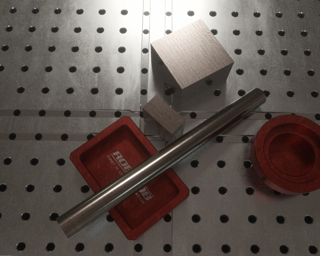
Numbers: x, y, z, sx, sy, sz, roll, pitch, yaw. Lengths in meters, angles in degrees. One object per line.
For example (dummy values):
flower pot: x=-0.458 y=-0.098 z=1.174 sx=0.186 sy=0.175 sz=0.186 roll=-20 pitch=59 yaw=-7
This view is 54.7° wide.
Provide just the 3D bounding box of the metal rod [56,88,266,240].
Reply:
metal rod: x=0.019 y=0.029 z=0.371 sx=0.302 sy=0.025 sz=0.025 roll=-32 pitch=73 yaw=-23

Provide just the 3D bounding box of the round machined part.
round machined part: x=0.163 y=0.035 z=0.392 sx=0.099 sy=0.042 sz=0.098 roll=0 pitch=70 yaw=-1

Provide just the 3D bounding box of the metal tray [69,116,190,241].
metal tray: x=-0.038 y=0.060 z=0.386 sx=0.090 sy=0.030 sz=0.130 roll=-37 pitch=74 yaw=-13

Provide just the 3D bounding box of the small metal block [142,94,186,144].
small metal block: x=0.005 y=-0.009 z=0.402 sx=0.050 sy=0.050 sz=0.025 roll=42 pitch=75 yaw=13

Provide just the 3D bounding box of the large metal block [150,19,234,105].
large metal block: x=0.042 y=-0.092 z=0.433 sx=0.080 sy=0.050 sz=0.080 roll=-29 pitch=73 yaw=-10
